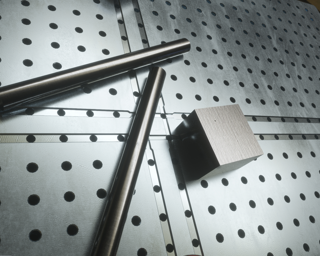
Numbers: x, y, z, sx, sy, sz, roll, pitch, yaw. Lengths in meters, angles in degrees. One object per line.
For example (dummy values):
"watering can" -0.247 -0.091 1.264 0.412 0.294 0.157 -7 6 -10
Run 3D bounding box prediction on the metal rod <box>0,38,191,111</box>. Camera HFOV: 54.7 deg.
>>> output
"metal rod" -0.066 -0.084 0.424 0.302 0.025 0.025 -26 77 -37

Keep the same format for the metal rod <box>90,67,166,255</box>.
"metal rod" -0.033 0.036 0.369 0.025 0.025 0.300 25 53 -14

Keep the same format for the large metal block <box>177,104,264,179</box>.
"large metal block" 0.082 0.017 0.428 0.081 0.050 0.080 -9 66 -32
